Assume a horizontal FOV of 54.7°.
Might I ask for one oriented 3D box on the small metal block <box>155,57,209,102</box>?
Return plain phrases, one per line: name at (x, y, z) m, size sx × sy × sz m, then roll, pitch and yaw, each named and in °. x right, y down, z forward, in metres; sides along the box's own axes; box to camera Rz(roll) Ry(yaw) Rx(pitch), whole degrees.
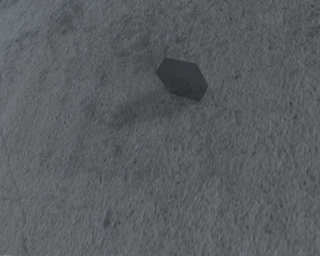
small metal block at (0.030, -0.064, 0.410) m, size 0.050 × 0.050 × 0.025 m, roll 20°, pitch 72°, yaw 35°
